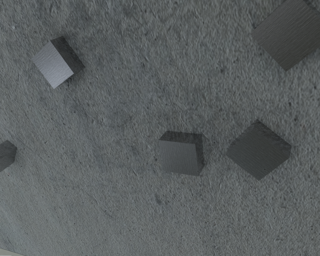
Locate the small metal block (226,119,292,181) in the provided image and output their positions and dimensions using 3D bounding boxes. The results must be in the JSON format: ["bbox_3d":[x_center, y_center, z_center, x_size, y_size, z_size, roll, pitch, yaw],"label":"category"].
[{"bbox_3d":[0.115,0.026,0.363,0.050,0.025,0.050,39,129,2],"label":"small metal block"}]

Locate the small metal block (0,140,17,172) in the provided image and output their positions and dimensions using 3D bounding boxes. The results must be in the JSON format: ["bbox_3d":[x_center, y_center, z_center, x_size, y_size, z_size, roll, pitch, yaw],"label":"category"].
[{"bbox_3d":[-0.303,0.058,0.586,0.025,0.050,0.050,37,129,4],"label":"small metal block"}]

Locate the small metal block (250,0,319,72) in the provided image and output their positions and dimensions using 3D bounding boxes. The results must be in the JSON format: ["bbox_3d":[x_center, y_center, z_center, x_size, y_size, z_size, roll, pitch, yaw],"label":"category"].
[{"bbox_3d":[0.122,-0.090,0.287,0.050,0.025,0.050,45,129,-4],"label":"small metal block"}]

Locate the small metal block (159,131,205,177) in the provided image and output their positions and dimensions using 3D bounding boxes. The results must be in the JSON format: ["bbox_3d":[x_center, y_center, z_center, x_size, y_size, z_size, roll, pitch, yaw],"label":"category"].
[{"bbox_3d":[0.029,0.033,0.412,0.050,0.025,0.050,5,121,25],"label":"small metal block"}]

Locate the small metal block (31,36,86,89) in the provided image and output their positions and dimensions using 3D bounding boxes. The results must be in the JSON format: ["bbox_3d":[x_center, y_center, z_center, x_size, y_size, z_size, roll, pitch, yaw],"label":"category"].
[{"bbox_3d":[-0.140,-0.089,0.425,0.050,0.025,0.050,-25,105,37],"label":"small metal block"}]
